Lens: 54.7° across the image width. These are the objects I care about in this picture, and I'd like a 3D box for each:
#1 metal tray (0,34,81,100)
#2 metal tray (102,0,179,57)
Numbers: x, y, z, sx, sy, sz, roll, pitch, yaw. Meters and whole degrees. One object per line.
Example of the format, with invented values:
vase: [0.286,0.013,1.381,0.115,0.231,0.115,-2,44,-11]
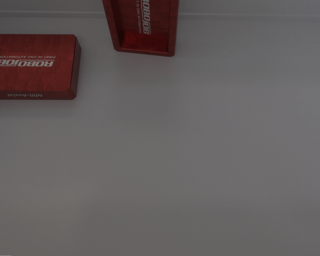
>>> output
metal tray: [-0.184,-0.087,0.437,0.131,0.030,0.090,0,70,0]
metal tray: [-0.022,-0.145,0.407,0.091,0.130,0.030,6,71,2]
